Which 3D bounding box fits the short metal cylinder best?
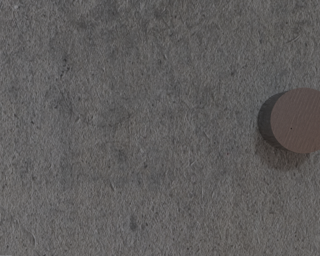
[{"bbox_3d":[0.174,-0.009,0.399,0.081,0.050,0.080,0,90,0],"label":"short metal cylinder"}]
